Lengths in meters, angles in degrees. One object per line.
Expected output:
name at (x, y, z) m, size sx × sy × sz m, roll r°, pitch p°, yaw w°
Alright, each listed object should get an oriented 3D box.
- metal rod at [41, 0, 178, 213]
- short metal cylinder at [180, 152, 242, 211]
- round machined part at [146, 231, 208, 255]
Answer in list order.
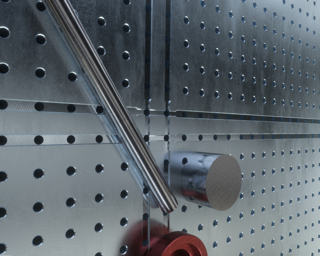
metal rod at (-0.050, -0.018, 0.367) m, size 0.025 × 0.025 × 0.299 m, roll -41°, pitch 115°, yaw -32°
short metal cylinder at (0.076, 0.077, 0.456) m, size 0.081 × 0.050 × 0.079 m, roll 0°, pitch 90°, yaw -40°
round machined part at (0.016, 0.187, 0.412) m, size 0.099 × 0.042 × 0.097 m, roll 0°, pitch 90°, yaw -40°
